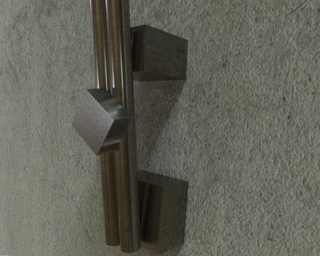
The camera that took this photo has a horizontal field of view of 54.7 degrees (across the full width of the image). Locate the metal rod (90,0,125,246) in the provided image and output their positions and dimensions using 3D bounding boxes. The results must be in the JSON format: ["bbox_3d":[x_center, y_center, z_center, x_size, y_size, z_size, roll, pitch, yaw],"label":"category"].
[{"bbox_3d":[-0.060,-0.009,0.361,0.025,0.025,0.298,4,100,40],"label":"metal rod"}]

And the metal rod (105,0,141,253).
[{"bbox_3d":[-0.040,-0.007,0.345,0.025,0.025,0.298,4,100,40],"label":"metal rod"}]

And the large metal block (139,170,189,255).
[{"bbox_3d":[-0.013,0.103,0.400,0.080,0.050,0.079,6,94,39],"label":"large metal block"}]

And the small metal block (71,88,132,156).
[{"bbox_3d":[-0.063,-0.007,0.331,0.050,0.025,0.050,46,123,24],"label":"small metal block"}]

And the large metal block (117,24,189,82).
[{"bbox_3d":[-0.021,-0.089,0.389,0.080,0.081,0.050,5,93,40],"label":"large metal block"}]
